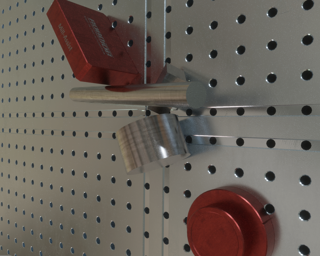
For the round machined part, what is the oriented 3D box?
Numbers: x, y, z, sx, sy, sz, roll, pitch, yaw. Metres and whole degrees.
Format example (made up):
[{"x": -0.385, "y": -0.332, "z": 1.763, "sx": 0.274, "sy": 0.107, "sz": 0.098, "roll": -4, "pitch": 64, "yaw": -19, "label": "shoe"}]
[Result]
[{"x": 0.069, "y": 0.116, "z": 0.340, "sx": 0.098, "sy": 0.042, "sz": 0.097, "roll": 0, "pitch": 90, "yaw": 39, "label": "round machined part"}]

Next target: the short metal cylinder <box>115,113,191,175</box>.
[{"x": -0.009, "y": 0.021, "z": 0.379, "sx": 0.080, "sy": 0.081, "sz": 0.050, "roll": -28, "pitch": 73, "yaw": 36, "label": "short metal cylinder"}]

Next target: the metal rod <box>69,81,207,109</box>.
[{"x": -0.054, "y": -0.043, "z": 0.404, "sx": 0.300, "sy": 0.025, "sz": 0.025, "roll": 9, "pitch": 96, "yaw": 54, "label": "metal rod"}]

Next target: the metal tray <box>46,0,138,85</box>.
[{"x": -0.096, "y": -0.121, "z": 0.443, "sx": 0.030, "sy": 0.091, "sz": 0.130, "roll": -43, "pitch": 65, "yaw": 31, "label": "metal tray"}]

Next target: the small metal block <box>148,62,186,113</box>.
[{"x": 0.008, "y": -0.048, "z": 0.383, "sx": 0.050, "sy": 0.025, "sz": 0.050, "roll": -60, "pitch": 12, "yaw": 22, "label": "small metal block"}]
